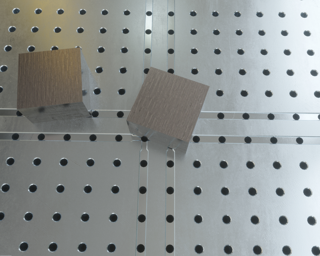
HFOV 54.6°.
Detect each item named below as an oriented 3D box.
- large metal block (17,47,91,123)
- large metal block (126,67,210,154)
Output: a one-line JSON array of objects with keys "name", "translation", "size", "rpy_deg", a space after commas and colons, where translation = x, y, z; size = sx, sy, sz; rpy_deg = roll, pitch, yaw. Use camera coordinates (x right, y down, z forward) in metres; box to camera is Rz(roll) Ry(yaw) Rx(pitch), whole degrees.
[{"name": "large metal block", "translation": [-0.141, -0.057, 0.419], "size": [0.080, 0.050, 0.080], "rpy_deg": [-7, 70, -3]}, {"name": "large metal block", "translation": [0.011, -0.023, 0.407], "size": [0.080, 0.050, 0.080], "rpy_deg": [20, 71, 7]}]
